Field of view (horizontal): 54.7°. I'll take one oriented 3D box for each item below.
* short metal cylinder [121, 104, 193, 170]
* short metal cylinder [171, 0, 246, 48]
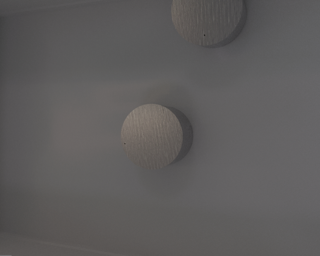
[{"bbox_3d":[-0.003,0.010,0.398,0.080,0.050,0.080,0,90,20],"label":"short metal cylinder"},{"bbox_3d":[0.060,-0.138,0.369,0.080,0.050,0.079,4,101,19],"label":"short metal cylinder"}]
